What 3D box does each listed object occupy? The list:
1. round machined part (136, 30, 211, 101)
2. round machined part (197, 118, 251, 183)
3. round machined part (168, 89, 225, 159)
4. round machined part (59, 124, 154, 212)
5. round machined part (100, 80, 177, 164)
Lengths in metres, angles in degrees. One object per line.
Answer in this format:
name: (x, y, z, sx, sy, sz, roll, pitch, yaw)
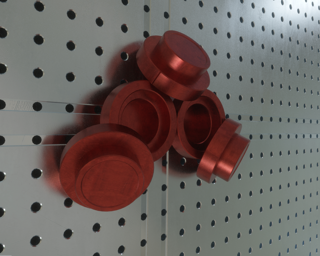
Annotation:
round machined part: (0.023, -0.083, 0.386, 0.099, 0.042, 0.098, 23, 40, -21)
round machined part: (0.096, 0.038, 0.446, 0.098, 0.042, 0.098, -50, 158, -29)
round machined part: (0.046, -0.006, 0.439, 0.099, 0.042, 0.097, 0, 90, -40)
round machined part: (-0.054, 0.048, 0.324, 0.099, 0.042, 0.097, -6, 116, -13)
round machined part: (-0.029, -0.007, 0.374, 0.099, 0.042, 0.097, 0, 90, -40)
